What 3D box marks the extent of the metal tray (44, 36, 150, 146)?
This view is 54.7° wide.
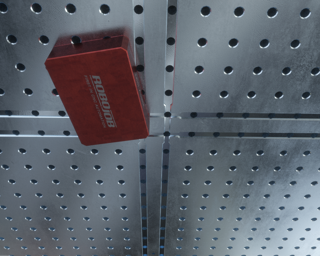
[{"bbox_3d":[-0.069,-0.039,0.374,0.090,0.030,0.129,-8,130,6],"label":"metal tray"}]
